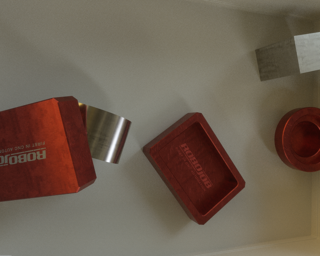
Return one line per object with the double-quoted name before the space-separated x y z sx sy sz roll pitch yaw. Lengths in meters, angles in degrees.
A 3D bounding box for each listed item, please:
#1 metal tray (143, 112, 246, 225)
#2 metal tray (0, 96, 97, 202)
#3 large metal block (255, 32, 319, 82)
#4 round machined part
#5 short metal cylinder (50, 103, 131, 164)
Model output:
"metal tray" 0.049 0.055 0.427 0.090 0.030 0.130 -37 102 -16
"metal tray" -0.136 0.024 0.316 0.130 0.030 0.089 -11 95 21
"large metal block" 0.203 -0.105 0.458 0.081 0.080 0.050 -14 95 -20
"round machined part" 0.221 0.017 0.481 0.099 0.042 0.097 0 90 -14
"short metal cylinder" -0.078 0.005 0.353 0.081 0.080 0.050 19 84 -19
